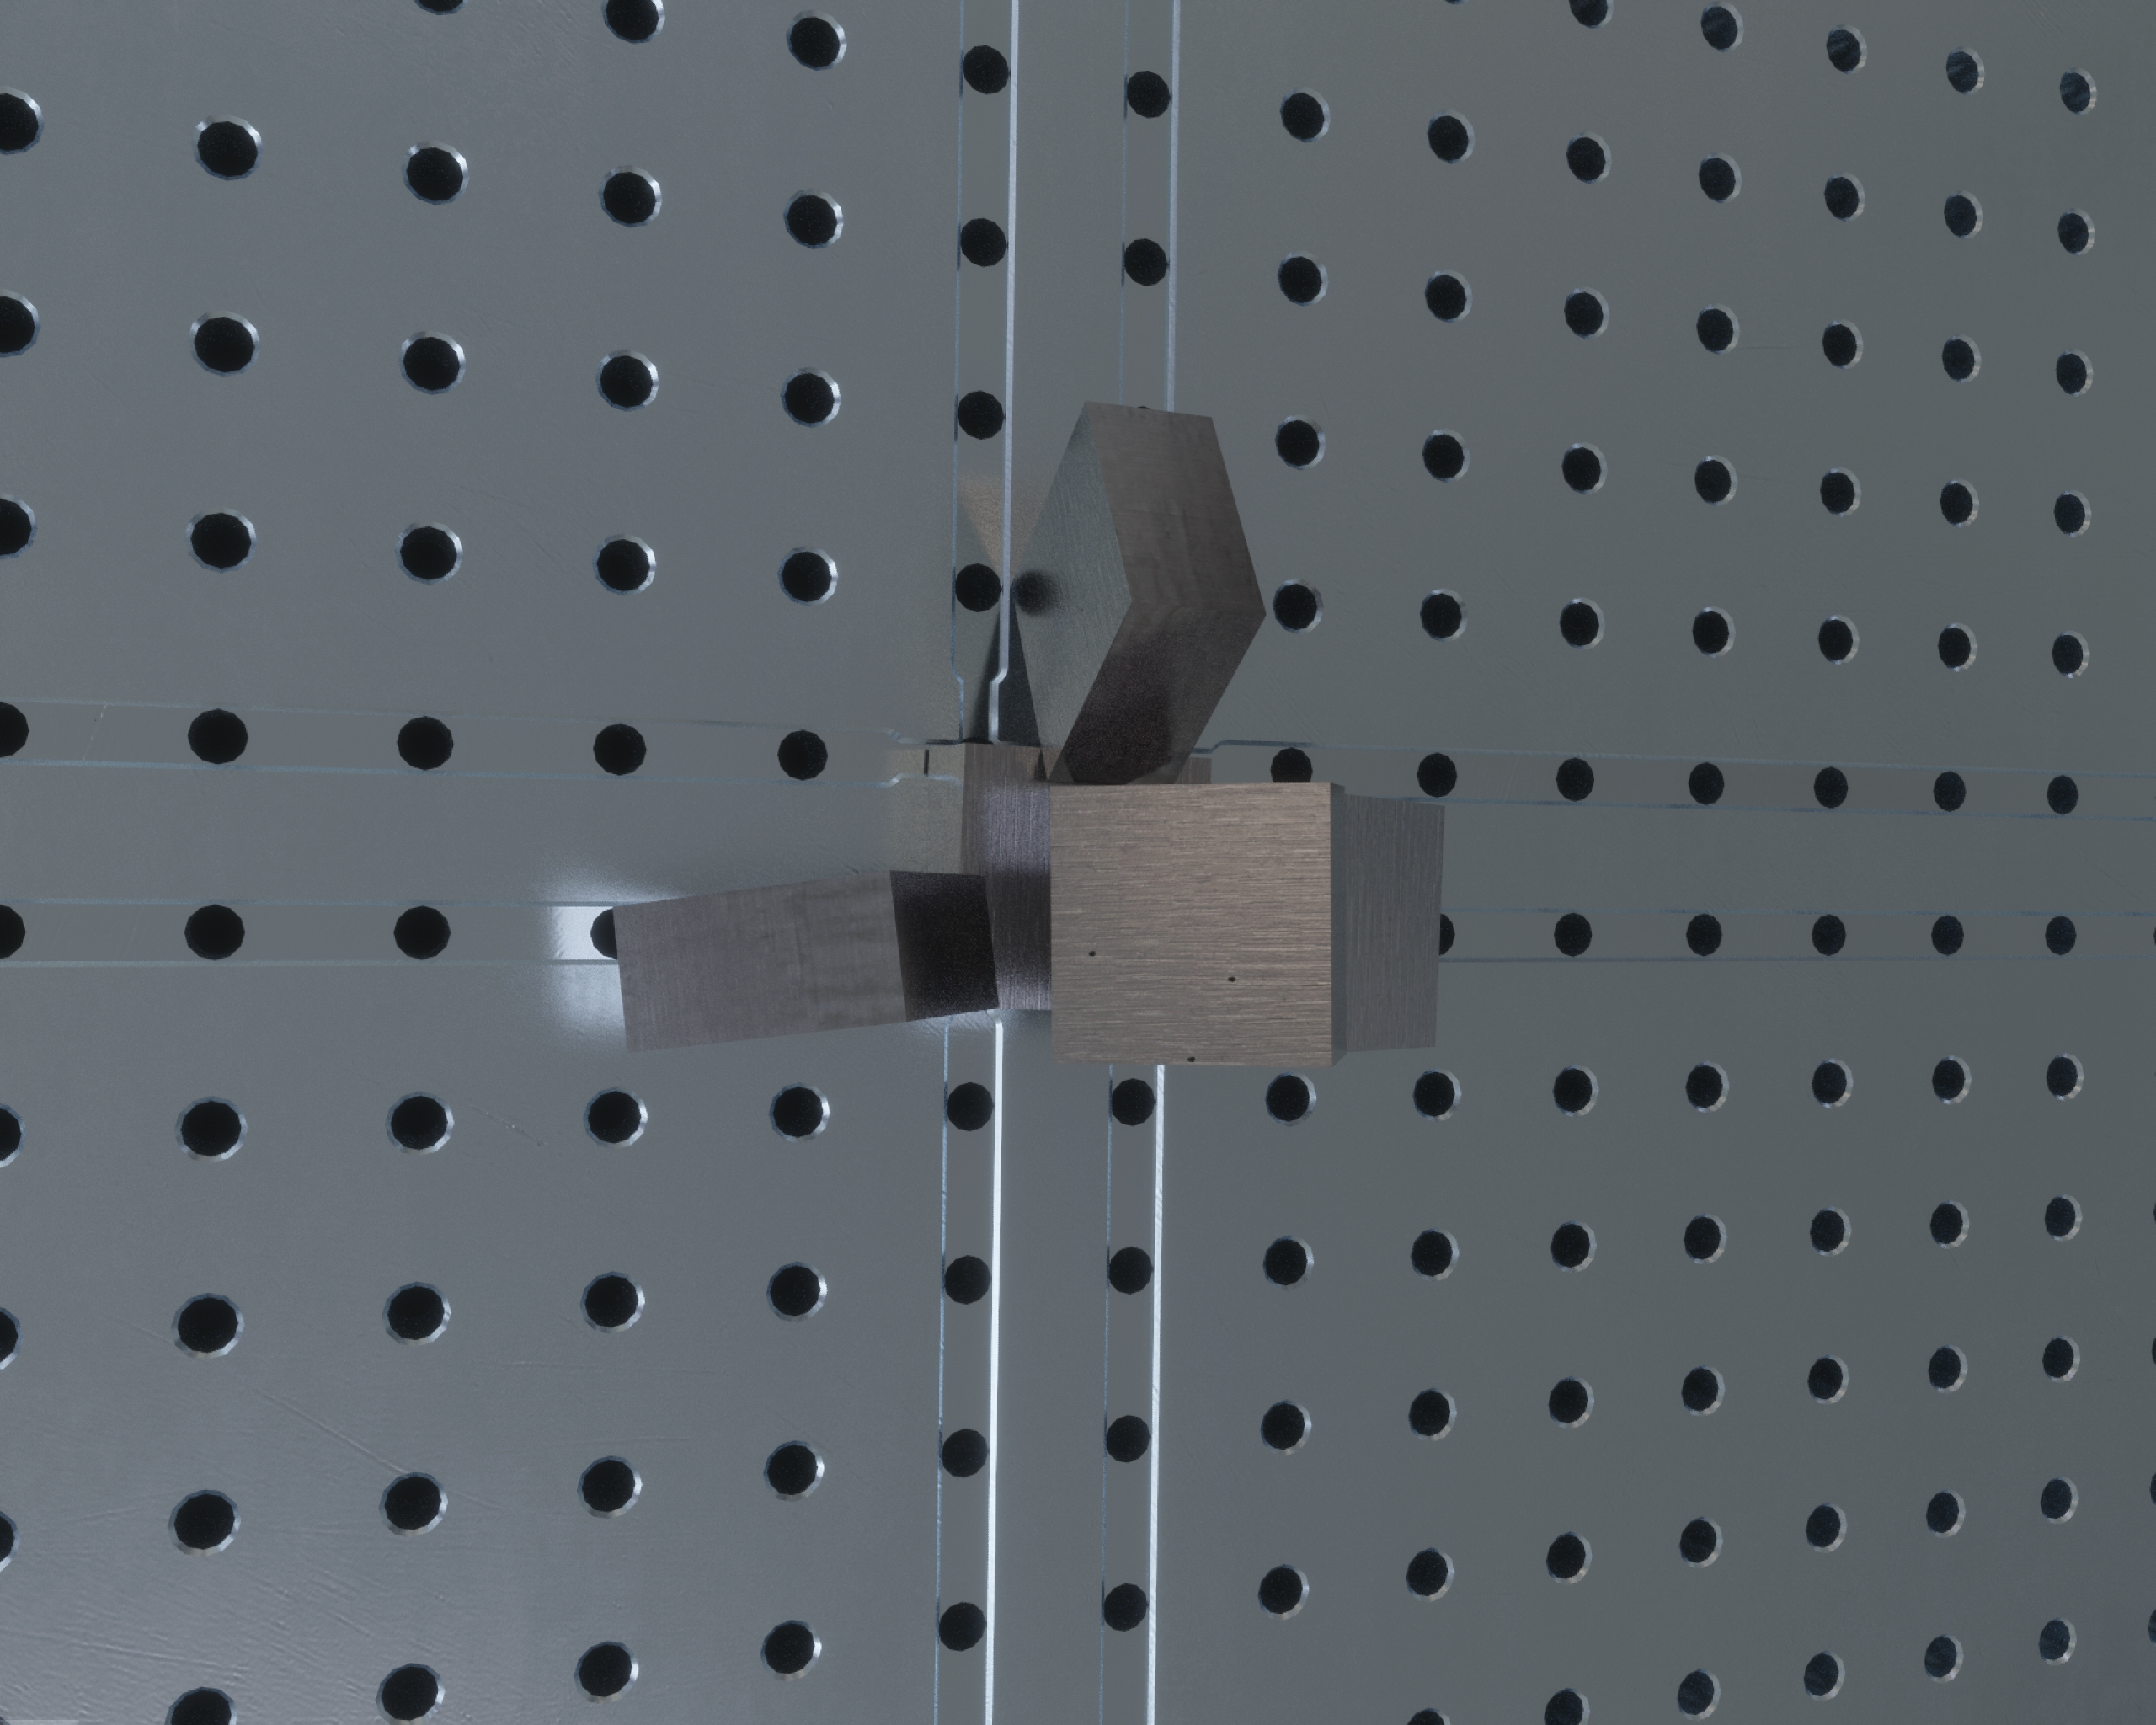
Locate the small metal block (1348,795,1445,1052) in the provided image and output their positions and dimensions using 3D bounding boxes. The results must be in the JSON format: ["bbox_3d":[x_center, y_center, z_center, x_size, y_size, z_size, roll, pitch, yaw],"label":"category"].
[{"bbox_3d":[0.049,0.012,0.419,0.050,0.025,0.050,4,88,-51],"label":"small metal block"}]

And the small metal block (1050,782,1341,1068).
[{"bbox_3d":[0.023,0.011,0.382,0.050,0.025,0.050,0,90,13],"label":"small metal block"}]

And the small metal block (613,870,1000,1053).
[{"bbox_3d":[-0.047,0.017,0.371,0.050,0.050,0.025,-7,87,15],"label":"small metal block"}]

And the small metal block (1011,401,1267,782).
[{"bbox_3d":[0.010,-0.049,0.392,0.025,0.050,0.050,3,53,-19],"label":"small metal block"}]

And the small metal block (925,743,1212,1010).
[{"bbox_3d":[-0.003,0.003,0.412,0.050,0.025,0.050,3,89,-20],"label":"small metal block"}]
